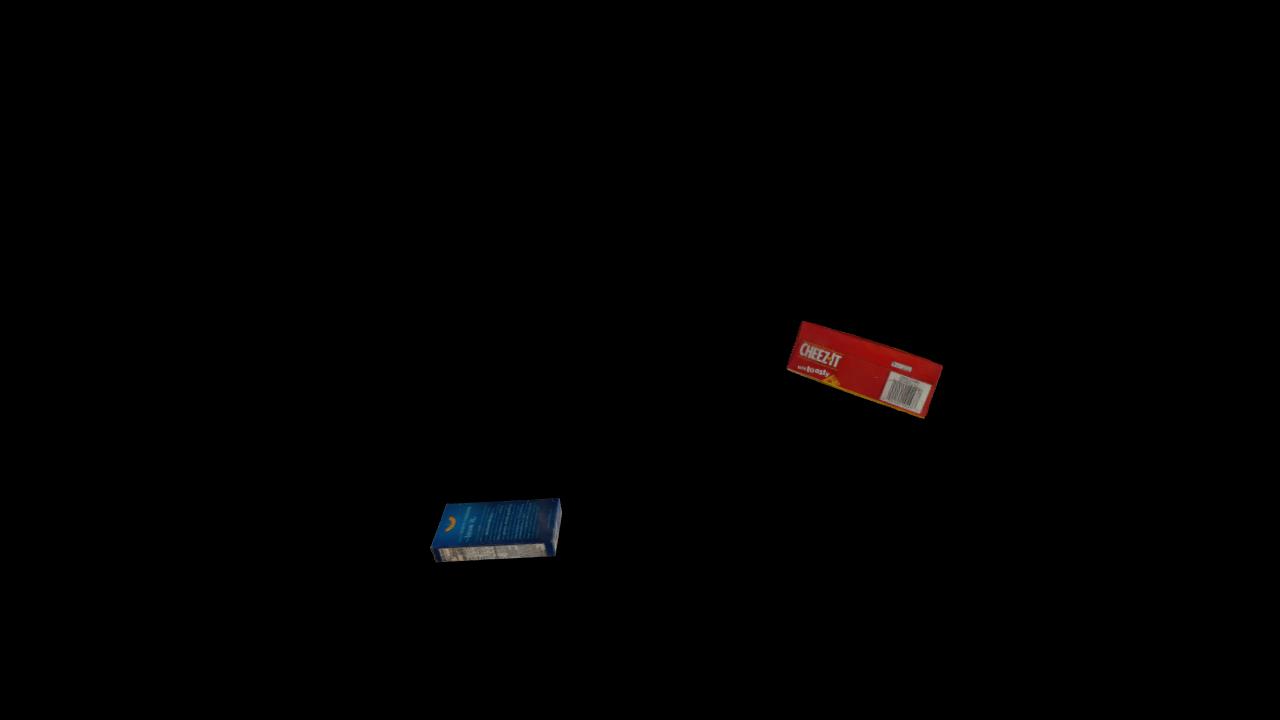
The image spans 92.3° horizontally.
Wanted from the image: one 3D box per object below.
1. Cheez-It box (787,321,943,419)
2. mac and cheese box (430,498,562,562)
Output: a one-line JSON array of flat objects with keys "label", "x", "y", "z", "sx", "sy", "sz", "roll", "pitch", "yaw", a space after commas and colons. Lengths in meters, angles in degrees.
[{"label": "Cheez-It box", "x": 0.291, "y": 0.009, "z": 0.808, "sx": 0.166, "sy": 0.071, "sz": 0.223, "roll": 20, "pitch": 7, "yaw": 18}, {"label": "mac and cheese box", "x": -0.218, "y": 0.263, "z": 0.955, "sx": 0.184, "sy": 0.041, "sz": 0.093, "roll": -3, "pitch": 33, "yaw": 2}]
